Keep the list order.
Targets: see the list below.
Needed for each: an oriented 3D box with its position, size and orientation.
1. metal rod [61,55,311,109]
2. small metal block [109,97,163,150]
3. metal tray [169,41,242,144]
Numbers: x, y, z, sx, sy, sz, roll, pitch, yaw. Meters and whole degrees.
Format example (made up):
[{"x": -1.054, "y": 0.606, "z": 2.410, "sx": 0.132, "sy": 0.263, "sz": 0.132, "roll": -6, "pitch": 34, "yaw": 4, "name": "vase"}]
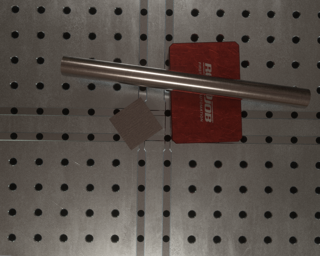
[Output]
[{"x": 0.032, "y": -0.057, "z": 0.383, "sx": 0.302, "sy": 0.025, "sz": 0.025, "roll": 8, "pitch": 90, "yaw": -1, "name": "metal rod"}, {"x": -0.031, "y": -0.006, "z": 0.413, "sx": 0.050, "sy": 0.025, "sz": 0.050, "roll": -35, "pitch": 90, "yaw": 0, "name": "small metal block"}, {"x": 0.059, "y": -0.046, "z": 0.412, "sx": 0.091, "sy": 0.030, "sz": 0.129, "roll": -2, "pitch": 90, "yaw": -1, "name": "metal tray"}]
